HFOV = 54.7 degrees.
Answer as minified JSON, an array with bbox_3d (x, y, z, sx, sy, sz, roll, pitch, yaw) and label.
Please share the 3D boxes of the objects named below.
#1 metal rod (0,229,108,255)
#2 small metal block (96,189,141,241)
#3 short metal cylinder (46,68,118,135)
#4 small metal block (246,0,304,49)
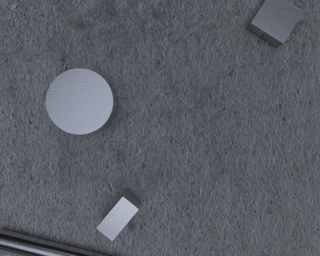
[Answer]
[{"bbox_3d":[-0.070,0.182,0.409,0.302,0.025,0.025,14,90,-1],"label":"metal rod"},{"bbox_3d":[-0.051,0.109,0.397,0.025,0.050,0.050,40,90,-1],"label":"small metal block"},{"bbox_3d":[-0.097,-0.032,0.396,0.081,0.050,0.079,0,90,-1],"label":"short metal cylinder"},{"bbox_3d":[0.152,-0.143,0.412,0.050,0.025,0.050,32,90,-1],"label":"small metal block"}]
